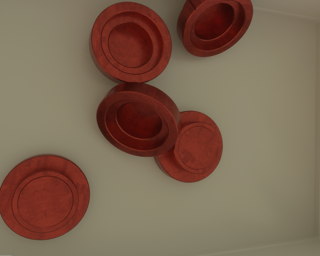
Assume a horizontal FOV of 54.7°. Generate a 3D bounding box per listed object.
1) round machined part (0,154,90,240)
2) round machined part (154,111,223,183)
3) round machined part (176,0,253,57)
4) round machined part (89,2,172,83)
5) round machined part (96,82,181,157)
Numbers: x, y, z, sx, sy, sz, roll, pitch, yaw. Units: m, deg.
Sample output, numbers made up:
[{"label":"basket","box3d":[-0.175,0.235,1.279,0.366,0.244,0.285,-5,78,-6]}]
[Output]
[{"label":"round machined part","box3d":[-0.130,0.080,0.354,0.099,0.042,0.097,0,90,-20]},{"label":"round machined part","box3d":[0.043,0.025,0.417,0.099,0.042,0.097,0,90,-20]},{"label":"round machined part","box3d":[0.067,-0.145,0.406,0.099,0.097,0.042,-11,56,-20]},{"label":"round machined part","box3d":[-0.039,-0.101,0.386,0.099,0.042,0.097,1,88,-20]},{"label":"round machined part","box3d":[-0.023,-0.014,0.374,0.098,0.098,0.042,39,40,-16]}]
